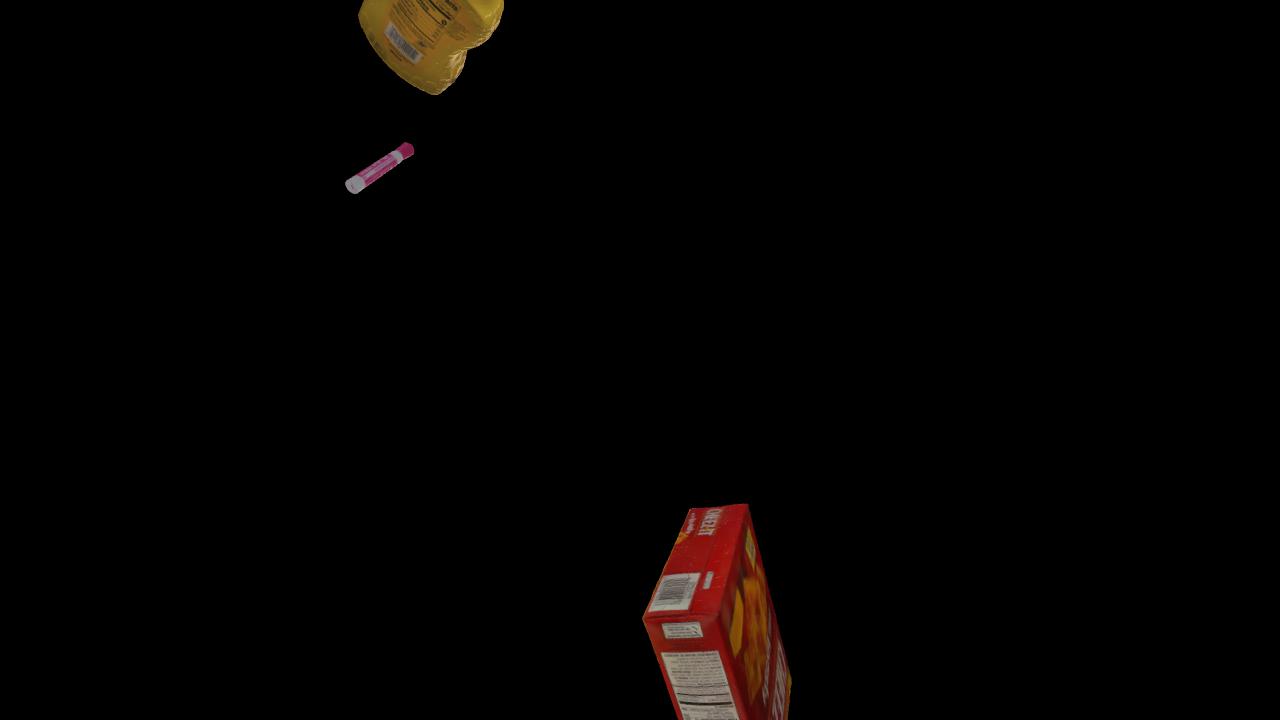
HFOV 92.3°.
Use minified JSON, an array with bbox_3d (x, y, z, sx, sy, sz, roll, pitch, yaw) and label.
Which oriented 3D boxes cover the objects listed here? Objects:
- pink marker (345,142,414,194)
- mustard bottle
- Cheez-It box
[{"bbox_3d":[-0.337,-0.254,0.805,0.020,0.020,0.121,0,41,29],"label":"pink marker"},{"bbox_3d":[-0.156,-0.287,0.484,0.184,0.054,0.092,-9,-52,52],"label":"mustard bottle"},{"bbox_3d":[0.084,0.274,0.575,0.071,0.223,0.166,-10,15,21],"label":"Cheez-It box"}]
